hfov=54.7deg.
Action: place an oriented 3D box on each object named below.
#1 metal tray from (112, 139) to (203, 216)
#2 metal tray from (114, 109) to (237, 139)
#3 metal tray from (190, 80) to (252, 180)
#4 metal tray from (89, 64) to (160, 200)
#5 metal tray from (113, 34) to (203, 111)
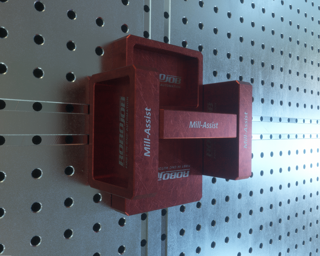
[{"bbox_3d":[0.001,0.057,0.407,0.131,0.030,0.089,1,90,-40],"label":"metal tray"},{"bbox_3d":[0.021,-0.004,0.384,0.131,0.090,0.030,1,90,-40],"label":"metal tray"},{"bbox_3d":[0.083,0.003,0.438,0.030,0.090,0.129,1,89,-40],"label":"metal tray"},{"bbox_3d":[-0.041,0.004,0.333,0.030,0.090,0.129,1,89,-40],"label":"metal tray"},{"bbox_3d":[0.002,-0.064,0.409,0.131,0.030,0.089,1,90,-40],"label":"metal tray"}]
